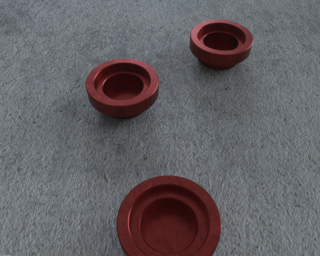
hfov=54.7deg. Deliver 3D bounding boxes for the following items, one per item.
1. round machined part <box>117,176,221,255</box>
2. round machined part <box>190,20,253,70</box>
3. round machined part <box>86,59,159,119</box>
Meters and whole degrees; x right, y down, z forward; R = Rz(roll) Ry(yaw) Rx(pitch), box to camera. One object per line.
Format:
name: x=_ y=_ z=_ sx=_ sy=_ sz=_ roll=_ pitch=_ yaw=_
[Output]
round machined part: x=0.008 y=0.100 z=0.308 sx=0.099 sy=0.042 sz=0.098 roll=0 pitch=50 yaw=0
round machined part: x=0.097 y=-0.131 z=0.503 sx=0.099 sy=0.042 sz=0.098 roll=0 pitch=50 yaw=0
round machined part: x=-0.051 y=-0.051 z=0.434 sx=0.099 sy=0.042 sz=0.098 roll=0 pitch=50 yaw=0
